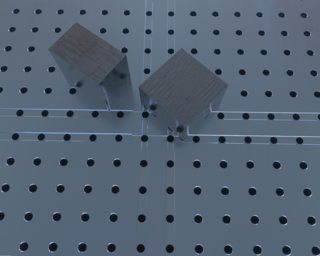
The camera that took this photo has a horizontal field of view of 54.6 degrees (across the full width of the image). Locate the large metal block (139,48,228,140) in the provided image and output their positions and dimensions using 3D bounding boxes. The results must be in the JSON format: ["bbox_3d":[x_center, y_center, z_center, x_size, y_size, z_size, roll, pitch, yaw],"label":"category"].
[{"bbox_3d":[0.030,-0.045,0.415,0.080,0.050,0.080,42,75,14],"label":"large metal block"}]

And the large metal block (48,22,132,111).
[{"bbox_3d":[-0.088,-0.078,0.411,0.080,0.080,0.050,35,74,12],"label":"large metal block"}]
